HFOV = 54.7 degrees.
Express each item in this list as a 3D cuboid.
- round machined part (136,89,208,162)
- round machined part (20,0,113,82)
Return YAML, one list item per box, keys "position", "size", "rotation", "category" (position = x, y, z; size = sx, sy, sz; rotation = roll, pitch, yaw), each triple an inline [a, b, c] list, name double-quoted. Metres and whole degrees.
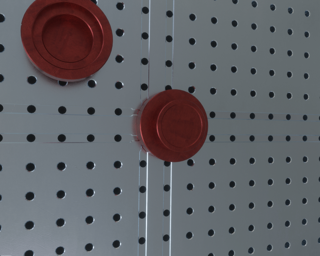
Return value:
- position: [0.021, -0.003, 0.412]
  size: [0.099, 0.042, 0.097]
  rotation: [0, 90, -20]
  category: "round machined part"
- position: [-0.108, -0.103, 0.364]
  size: [0.099, 0.042, 0.097]
  rotation: [0, 90, -20]
  category: "round machined part"
